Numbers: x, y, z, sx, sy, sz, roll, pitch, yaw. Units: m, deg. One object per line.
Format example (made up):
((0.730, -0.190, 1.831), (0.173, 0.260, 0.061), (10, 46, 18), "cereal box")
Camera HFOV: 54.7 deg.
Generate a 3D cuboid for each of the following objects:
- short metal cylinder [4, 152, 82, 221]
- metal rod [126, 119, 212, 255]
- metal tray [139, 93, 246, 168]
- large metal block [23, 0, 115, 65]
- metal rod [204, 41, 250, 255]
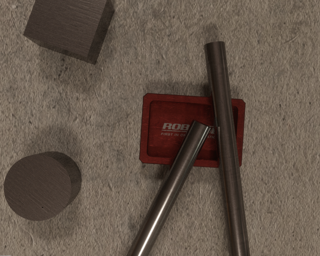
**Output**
((-0.147, 0.071, 0.396), (0.081, 0.050, 0.079), (0, 90, -1), "short metal cylinder")
((-0.012, 0.128, 0.391), (0.025, 0.025, 0.298), (25, 97, -1), "metal rod")
((0.041, 0.004, 0.408), (0.131, 0.030, 0.089), (4, 90, -1), "metal tray")
((-0.113, -0.136, 0.396), (0.080, 0.050, 0.080), (19, 90, -1), "large metal block")
((0.084, 0.045, 0.380), (0.025, 0.025, 0.298), (-7, 90, 0), "metal rod")
